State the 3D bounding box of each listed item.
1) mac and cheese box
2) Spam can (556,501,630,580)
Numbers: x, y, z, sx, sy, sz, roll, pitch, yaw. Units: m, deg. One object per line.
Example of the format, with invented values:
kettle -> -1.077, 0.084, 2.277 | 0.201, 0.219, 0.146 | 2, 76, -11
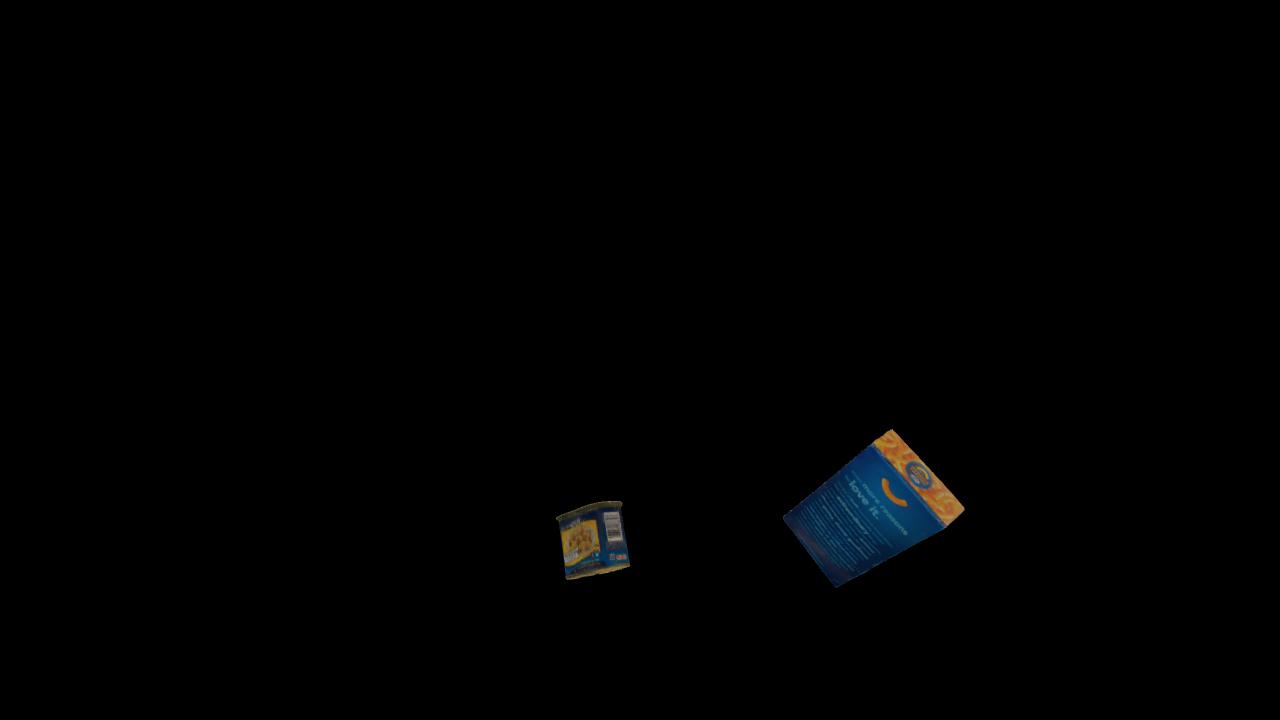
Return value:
mac and cheese box -> 0.220, 0.153, 0.610 | 0.041, 0.093, 0.184 | -23, -24, -30
Spam can -> -0.063, 0.244, 0.828 | 0.058, 0.085, 0.101 | 9, -29, -41
